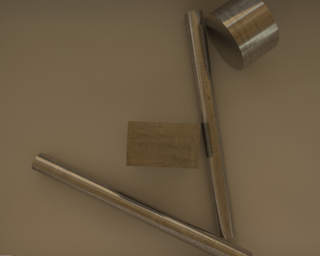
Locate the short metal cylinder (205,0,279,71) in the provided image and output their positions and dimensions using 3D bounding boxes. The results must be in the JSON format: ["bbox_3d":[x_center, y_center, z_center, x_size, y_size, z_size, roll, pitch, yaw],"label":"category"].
[{"bbox_3d":[0.100,-0.119,0.385,0.050,0.080,0.080,-34,90,0],"label":"short metal cylinder"}]

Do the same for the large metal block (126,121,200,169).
[{"bbox_3d":[0.003,0.019,0.384,0.081,0.080,0.050,2,90,-1],"label":"large metal block"}]

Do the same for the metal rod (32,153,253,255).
[{"bbox_3d":[-0.025,0.107,0.401,0.301,0.025,0.025,25,90,3],"label":"metal rod"}]

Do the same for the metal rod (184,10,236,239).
[{"bbox_3d":[0.067,-0.004,0.412,0.025,0.025,0.298,-9,90,0],"label":"metal rod"}]
